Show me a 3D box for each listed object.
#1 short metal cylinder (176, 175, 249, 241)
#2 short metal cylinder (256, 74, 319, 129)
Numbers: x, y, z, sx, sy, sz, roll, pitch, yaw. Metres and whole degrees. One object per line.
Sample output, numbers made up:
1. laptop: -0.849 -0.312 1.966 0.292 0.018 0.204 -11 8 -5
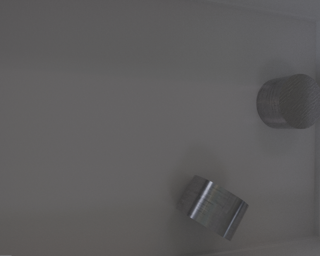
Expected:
1. short metal cylinder: 0.068 0.104 0.406 0.080 0.080 0.050 34 79 -17
2. short metal cylinder: 0.195 -0.038 0.469 0.081 0.050 0.080 0 90 -20
